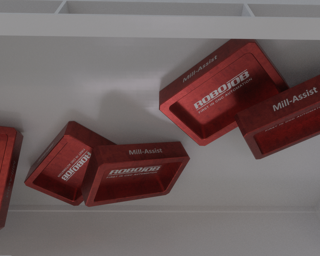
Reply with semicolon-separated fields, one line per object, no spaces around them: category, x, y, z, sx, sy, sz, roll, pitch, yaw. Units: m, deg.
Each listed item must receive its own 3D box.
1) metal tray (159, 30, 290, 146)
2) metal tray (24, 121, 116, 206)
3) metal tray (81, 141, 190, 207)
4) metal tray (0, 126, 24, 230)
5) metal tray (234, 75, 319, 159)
metal tray;0.074;-0.041;0.371;0.130;0.030;0.090;-34;123;25
metal tray;-0.125;0.057;0.452;0.090;0.030;0.129;32;123;-25
metal tray;-0.034;0.062;0.425;0.131;0.030;0.089;-1;135;-31
metal tray;-0.236;0.060;0.393;0.091;0.129;0.030;7;165;-6
metal tray;0.163;-0.013;0.367;0.130;0.030;0.090;-26;147;14
